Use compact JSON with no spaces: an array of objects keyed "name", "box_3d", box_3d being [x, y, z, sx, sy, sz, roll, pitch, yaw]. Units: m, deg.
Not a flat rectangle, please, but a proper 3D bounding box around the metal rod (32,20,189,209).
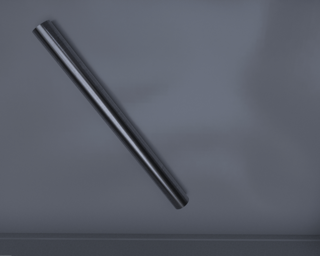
[{"name":"metal rod","box_3d":[-0.054,-0.005,0.408,0.025,0.025,0.299,-33,107,11]}]
